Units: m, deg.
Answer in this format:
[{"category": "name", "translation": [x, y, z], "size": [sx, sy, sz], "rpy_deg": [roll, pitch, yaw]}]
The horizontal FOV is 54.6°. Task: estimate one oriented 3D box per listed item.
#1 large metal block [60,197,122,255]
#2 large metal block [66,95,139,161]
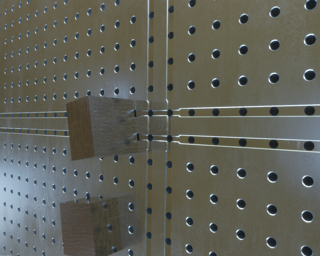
[{"category": "large metal block", "translation": [-0.109, 0.153, 0.485], "size": [0.080, 0.050, 0.080], "rpy_deg": [-11, 83, 39]}, {"category": "large metal block", "translation": [-0.081, 0.001, 0.441], "size": [0.050, 0.081, 0.080], "rpy_deg": [-13, 82, 39]}]
